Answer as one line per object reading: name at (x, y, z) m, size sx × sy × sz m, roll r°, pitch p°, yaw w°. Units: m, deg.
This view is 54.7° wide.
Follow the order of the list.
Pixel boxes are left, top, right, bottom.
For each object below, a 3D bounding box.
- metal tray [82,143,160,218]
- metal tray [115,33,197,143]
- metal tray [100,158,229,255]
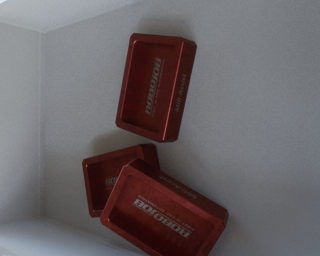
metal tray at (-0.056, 0.078, 0.447) m, size 0.130 × 0.030 × 0.090 m, roll -17°, pitch 79°, yaw 38°
metal tray at (-0.009, -0.054, 0.408) m, size 0.090 × 0.030 × 0.129 m, roll 18°, pitch 102°, yaw 38°
metal tray at (0.002, 0.106, 0.368) m, size 0.130 × 0.030 × 0.089 m, roll 29°, pitch 109°, yaw 11°
